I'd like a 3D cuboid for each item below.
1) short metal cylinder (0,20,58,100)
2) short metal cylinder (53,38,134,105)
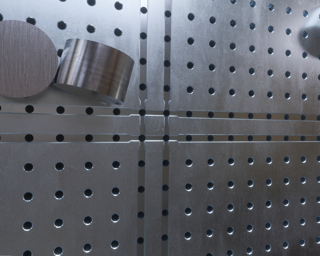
[{"bbox_3d":[-0.156,-0.071,0.342,0.081,0.050,0.079,0,90,-20],"label":"short metal cylinder"},{"bbox_3d":[-0.075,-0.062,0.356,0.081,0.080,0.050,16,85,-20],"label":"short metal cylinder"}]
